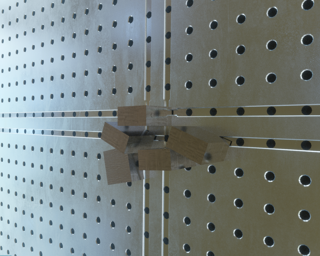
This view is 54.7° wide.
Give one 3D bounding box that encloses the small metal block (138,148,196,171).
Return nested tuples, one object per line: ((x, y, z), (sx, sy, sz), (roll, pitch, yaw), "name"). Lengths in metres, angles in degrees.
((0.009, 0.037, 0.384), (0.050, 0.050, 0.025), (-6, 87, 39), "small metal block")

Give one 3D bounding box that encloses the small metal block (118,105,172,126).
((-0.020, -0.015, 0.408), (0.050, 0.050, 0.025), (0, 90, 39), "small metal block")

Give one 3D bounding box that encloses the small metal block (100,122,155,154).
((-0.044, 0.012, 0.427), (0.050, 0.050, 0.025), (28, 108, 36), "small metal block")

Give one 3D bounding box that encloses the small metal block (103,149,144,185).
((-0.053, 0.054, 0.451), (0.050, 0.025, 0.050), (-16, 80, 38), "small metal block")

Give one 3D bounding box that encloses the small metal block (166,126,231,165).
((0.044, 0.018, 0.355), (0.050, 0.050, 0.025), (26, 106, 36), "small metal block")
